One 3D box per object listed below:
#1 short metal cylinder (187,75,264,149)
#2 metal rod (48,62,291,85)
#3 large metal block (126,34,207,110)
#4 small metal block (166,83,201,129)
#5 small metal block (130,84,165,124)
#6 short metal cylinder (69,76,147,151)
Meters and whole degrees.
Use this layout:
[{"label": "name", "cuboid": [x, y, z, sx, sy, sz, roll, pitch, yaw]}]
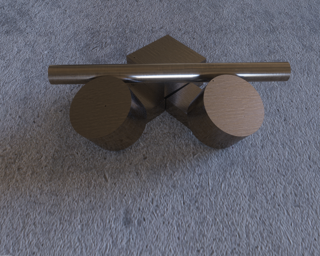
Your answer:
[{"label": "short metal cylinder", "cuboid": [0.081, -0.019, 0.387, 0.081, 0.050, 0.080, 7, 68, -16]}, {"label": "metal rod", "cuboid": [0.013, -0.070, 0.397, 0.302, 0.025, 0.025, -1, 50, -1]}, {"label": "large metal block", "cuboid": [0.009, -0.084, 0.457, 0.080, 0.050, 0.080, -35, 58, -26]}, {"label": "small metal block", "cuboid": [0.044, -0.031, 0.430, 0.050, 0.025, 0.050, -36, 59, -26]}, {"label": "small metal block", "cuboid": [-0.028, -0.032, 0.431, 0.050, 0.025, 0.050, -35, 59, -27]}, {"label": "short metal cylinder", "cuboid": [-0.063, -0.017, 0.383, 0.080, 0.050, 0.080, -7, 66, 17]}]
